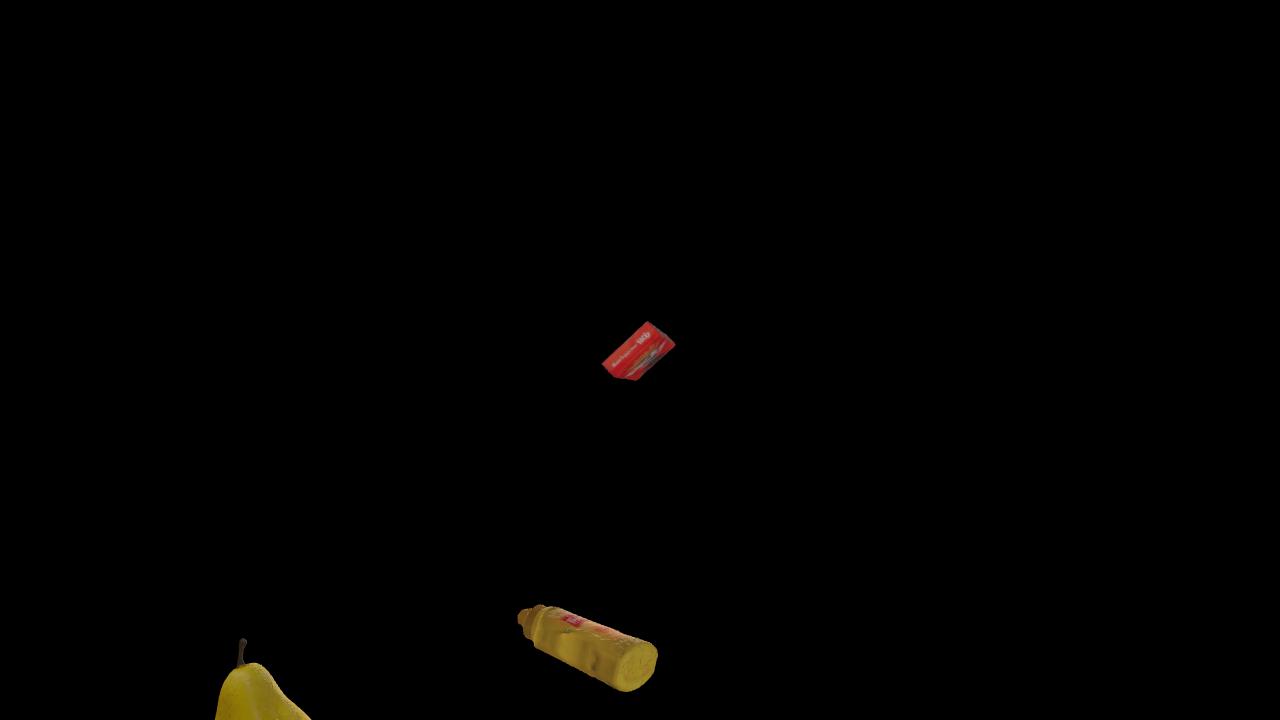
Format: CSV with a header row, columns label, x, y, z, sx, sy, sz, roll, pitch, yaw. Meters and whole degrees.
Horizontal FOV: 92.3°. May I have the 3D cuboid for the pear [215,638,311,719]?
label,x,y,z,sx,sy,sz,roll,pitch,yaw
pear,-0.282,0.261,0.444,0.080,0.111,0.080,-25,-13,-6

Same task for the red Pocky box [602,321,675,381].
label,x,y,z,sx,sy,sz,roll,pitch,yaw
red Pocky box,0.002,-0.008,0.843,0.083,0.028,0.155,-42,-10,6

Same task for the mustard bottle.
label,x,y,z,sx,sy,sz,roll,pitch,yaw
mustard bottle,-0.077,0.338,0.742,0.184,0.054,0.092,6,-7,33
